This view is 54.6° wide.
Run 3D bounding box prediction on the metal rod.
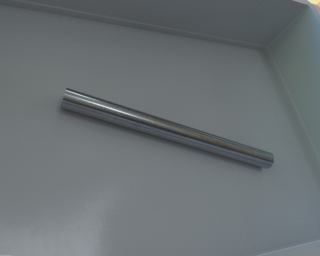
[{"bbox_3d":[0.023,0.006,0.412,0.302,0.025,0.025,17,55,-18],"label":"metal rod"}]
